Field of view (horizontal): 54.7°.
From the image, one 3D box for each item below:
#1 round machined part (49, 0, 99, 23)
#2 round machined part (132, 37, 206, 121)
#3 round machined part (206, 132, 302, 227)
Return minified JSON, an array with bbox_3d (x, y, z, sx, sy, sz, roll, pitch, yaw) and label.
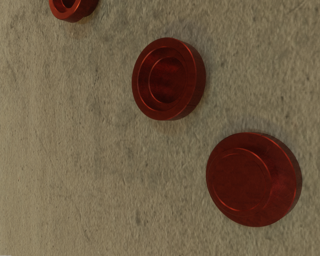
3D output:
[{"bbox_3d":[-0.135,-0.220,0.503,0.098,0.042,0.097,0,90,39],"label":"round machined part"},{"bbox_3d":[0.015,-0.057,0.380,0.098,0.042,0.097,0,90,39],"label":"round machined part"},{"bbox_3d":[0.089,0.053,0.319,0.098,0.042,0.097,0,90,39],"label":"round machined part"}]
